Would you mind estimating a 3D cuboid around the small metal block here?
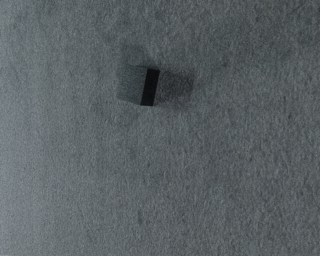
[{"bbox_3d":[-0.031,-0.060,0.432,0.050,0.025,0.050,19,102,38],"label":"small metal block"}]
